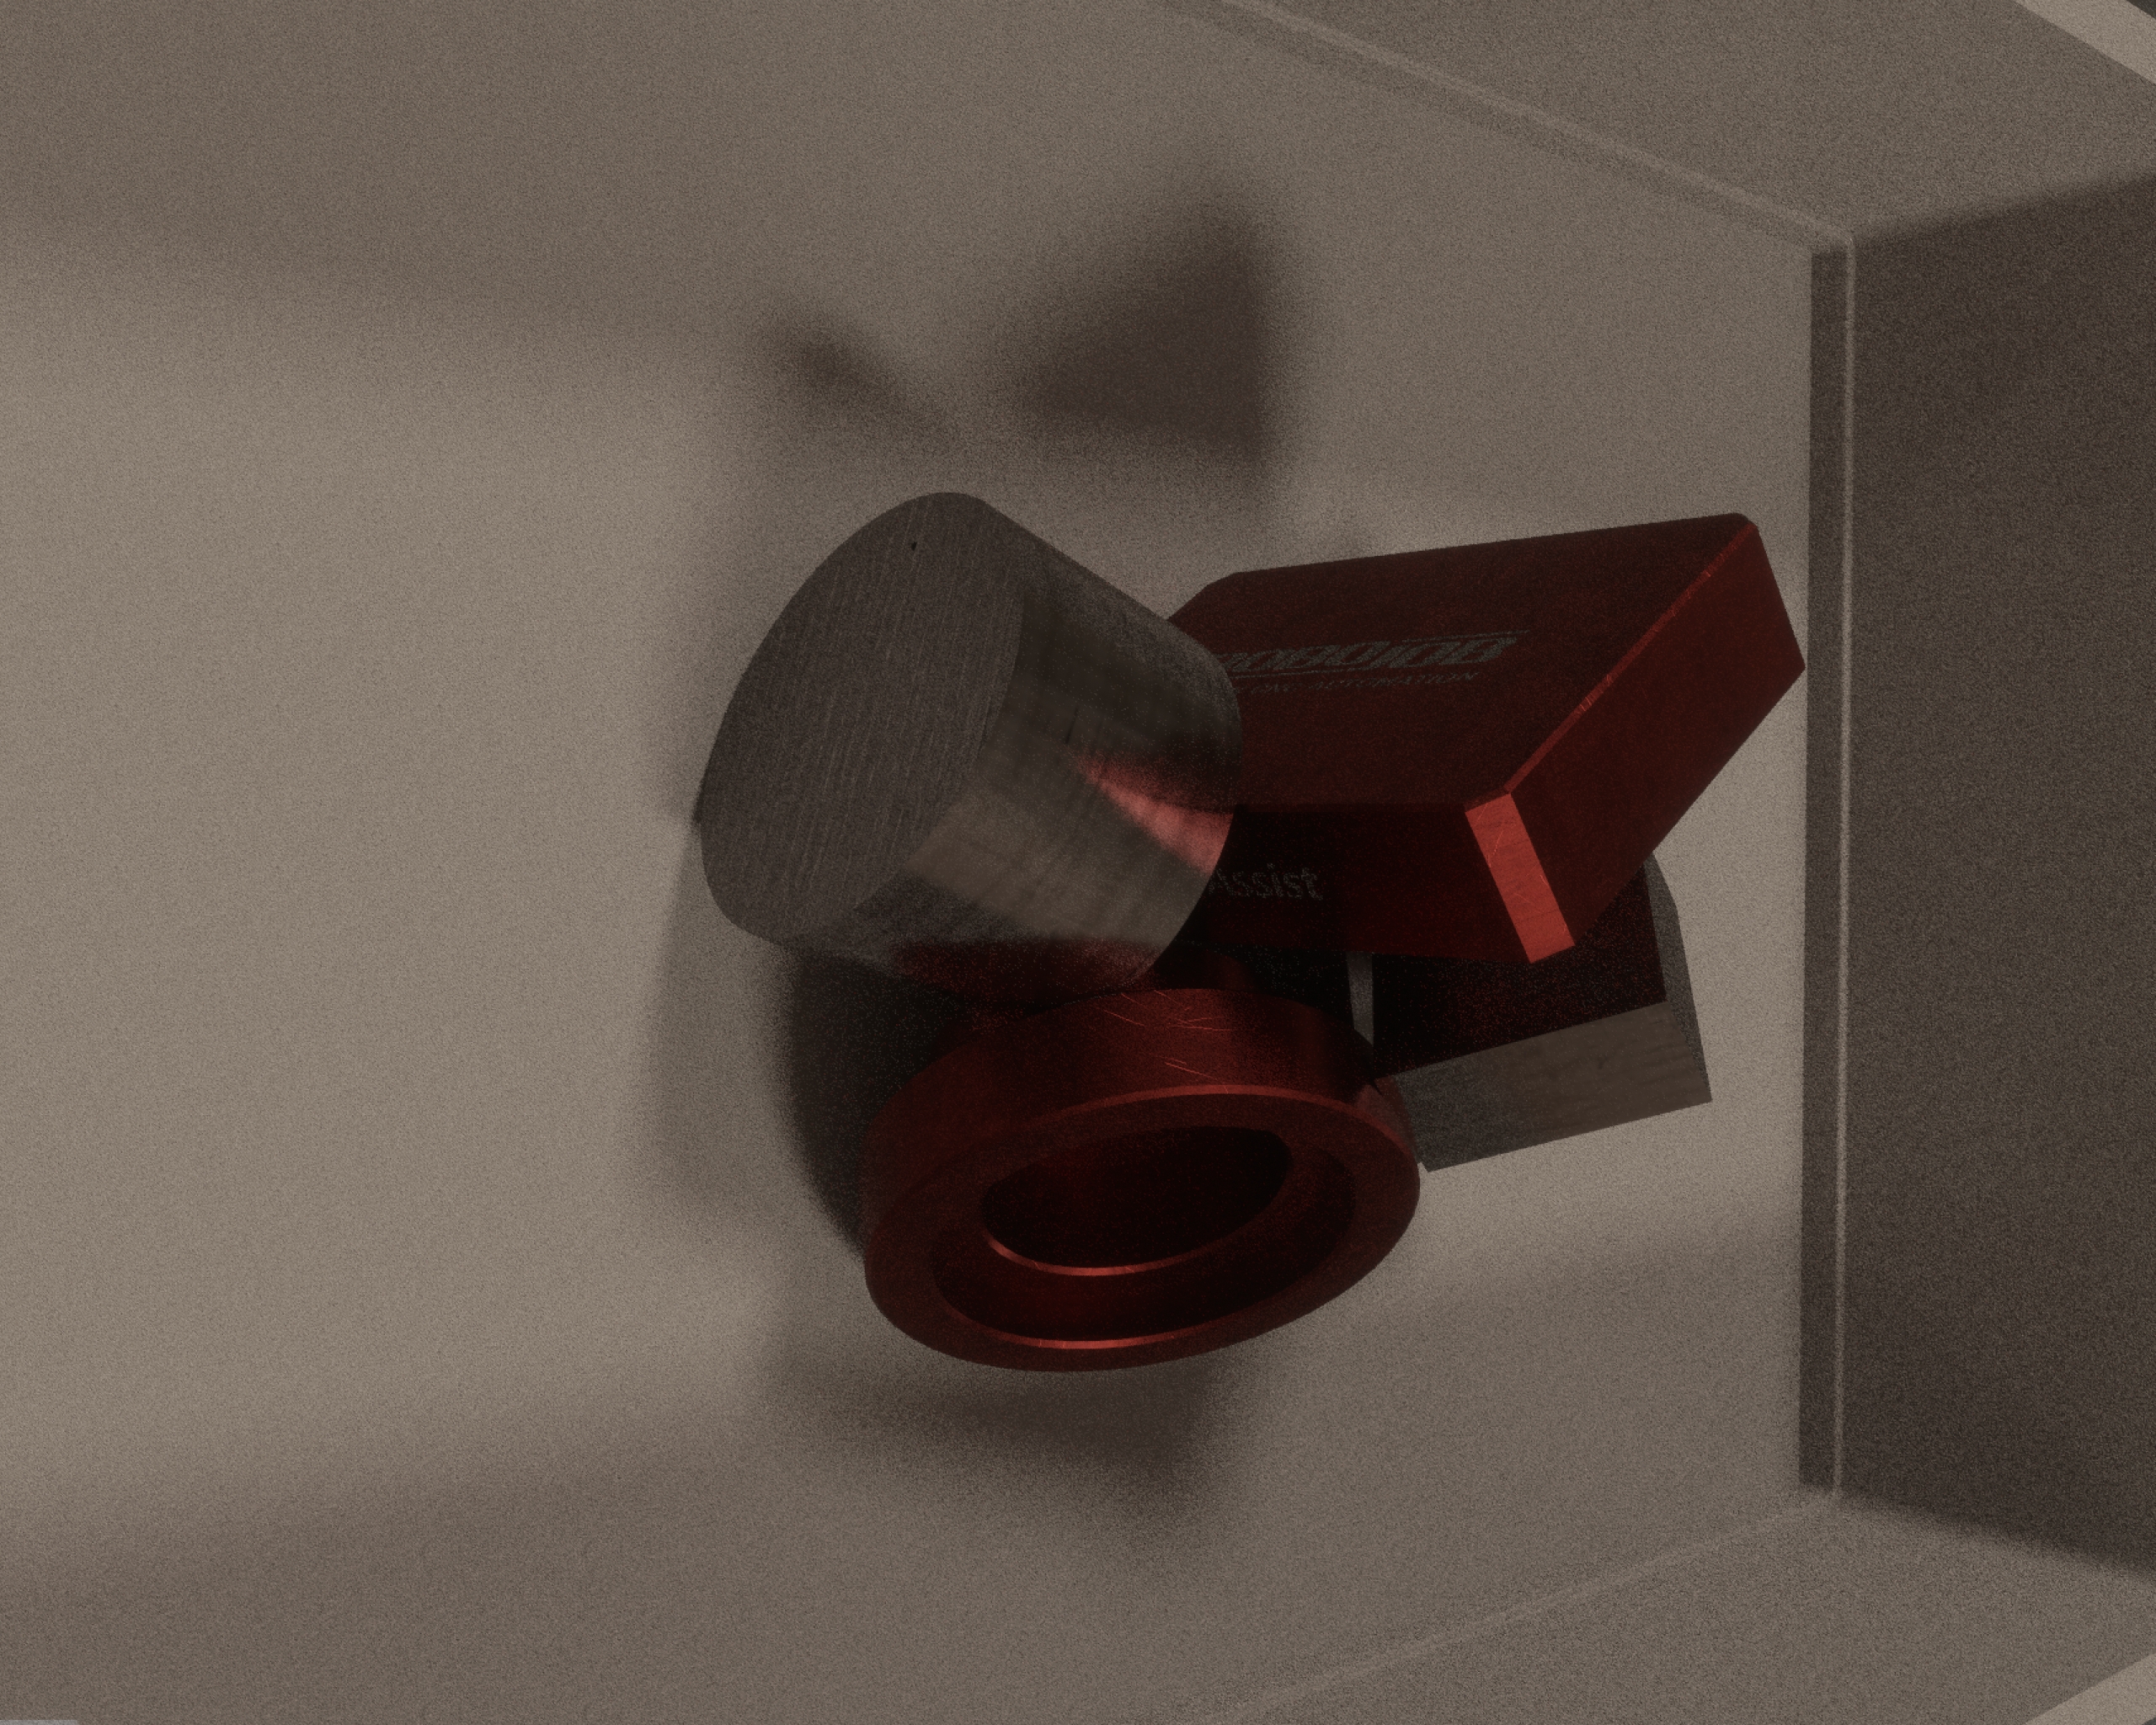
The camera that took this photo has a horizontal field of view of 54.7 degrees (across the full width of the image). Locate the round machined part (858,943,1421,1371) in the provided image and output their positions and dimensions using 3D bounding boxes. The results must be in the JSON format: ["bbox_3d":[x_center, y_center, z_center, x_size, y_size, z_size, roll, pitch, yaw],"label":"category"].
[{"bbox_3d":[0.009,0.051,0.379,0.098,0.098,0.042,26,38,-38],"label":"round machined part"}]

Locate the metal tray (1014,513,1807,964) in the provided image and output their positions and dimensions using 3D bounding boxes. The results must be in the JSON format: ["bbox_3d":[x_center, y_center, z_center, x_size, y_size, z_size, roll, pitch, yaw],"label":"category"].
[{"bbox_3d":[0.052,-0.023,0.381,0.090,0.130,0.030,-43,117,-32],"label":"metal tray"}]

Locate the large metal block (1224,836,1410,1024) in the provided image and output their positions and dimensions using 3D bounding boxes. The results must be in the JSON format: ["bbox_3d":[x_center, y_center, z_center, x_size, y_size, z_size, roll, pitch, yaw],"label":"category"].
[{"bbox_3d":[0.065,0.012,0.435,0.081,0.050,0.079,-18,107,-39],"label":"large metal block"}]

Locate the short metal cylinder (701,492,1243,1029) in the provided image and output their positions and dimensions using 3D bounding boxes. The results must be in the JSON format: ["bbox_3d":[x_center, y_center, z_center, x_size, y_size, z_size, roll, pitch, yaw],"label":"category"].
[{"bbox_3d":[-0.019,-0.015,0.354,0.050,0.080,0.080,29,72,-37],"label":"short metal cylinder"}]

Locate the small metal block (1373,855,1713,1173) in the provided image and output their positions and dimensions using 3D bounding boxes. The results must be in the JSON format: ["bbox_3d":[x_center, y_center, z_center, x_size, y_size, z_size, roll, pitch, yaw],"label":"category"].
[{"bbox_3d":[0.080,0.022,0.369,0.025,0.050,0.050,58,25,-33],"label":"small metal block"}]
